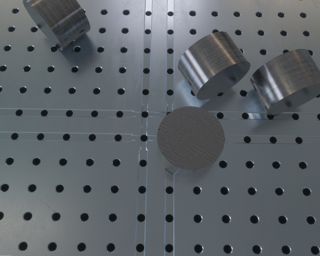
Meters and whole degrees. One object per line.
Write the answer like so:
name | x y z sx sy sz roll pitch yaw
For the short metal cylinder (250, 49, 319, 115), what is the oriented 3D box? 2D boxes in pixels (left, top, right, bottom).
short metal cylinder | 0.167 -0.058 0.405 0.080 0.080 0.050 -18 71 -7

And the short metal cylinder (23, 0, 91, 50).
short metal cylinder | -0.145 -0.158 0.439 0.050 0.080 0.080 -42 76 -14

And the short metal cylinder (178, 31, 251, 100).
short metal cylinder | 0.071 -0.081 0.412 0.080 0.080 0.050 -26 72 -9

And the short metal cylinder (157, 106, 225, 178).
short metal cylinder | 0.037 0.019 0.392 0.081 0.050 0.080 0 70 0
